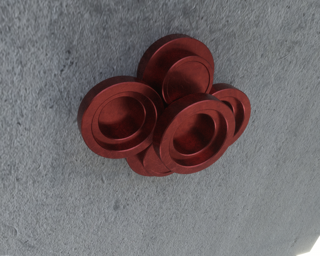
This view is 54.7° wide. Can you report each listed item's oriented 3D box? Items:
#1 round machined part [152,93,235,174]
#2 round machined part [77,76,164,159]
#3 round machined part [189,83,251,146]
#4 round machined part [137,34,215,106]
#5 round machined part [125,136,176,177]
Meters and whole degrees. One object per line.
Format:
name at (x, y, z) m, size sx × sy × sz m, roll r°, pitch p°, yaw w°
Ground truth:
round machined part at (0.036, 0.003, 0.365) m, size 0.099 × 0.042 × 0.097 m, roll -14°, pitch 125°, yaw -21°
round machined part at (-0.048, -0.016, 0.363) m, size 0.099 × 0.042 × 0.097 m, roll -14°, pitch 125°, yaw -21°
round machined part at (0.073, -0.017, 0.428) m, size 0.099 × 0.042 × 0.097 m, roll -14°, pitch 125°, yaw -21°
round machined part at (0.025, -0.060, 0.375) m, size 0.099 × 0.042 × 0.097 m, roll -14°, pitch 125°, yaw -21°
round machined part at (0.002, 0.026, 0.416) m, size 0.099 × 0.042 × 0.097 m, roll -14°, pitch 125°, yaw -21°
